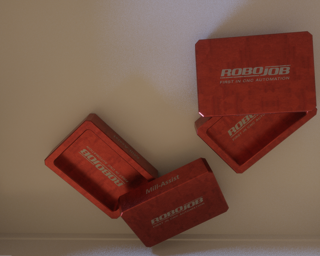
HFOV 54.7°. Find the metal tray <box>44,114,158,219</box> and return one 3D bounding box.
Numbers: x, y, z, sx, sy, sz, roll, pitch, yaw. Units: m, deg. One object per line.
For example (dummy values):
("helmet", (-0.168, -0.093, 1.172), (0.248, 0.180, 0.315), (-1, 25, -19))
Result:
("metal tray", (-0.078, 0.055, 0.427), (0.090, 0.030, 0.130), (-42, 105, 13))

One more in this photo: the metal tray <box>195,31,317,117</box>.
("metal tray", (0.109, -0.061, 0.366), (0.131, 0.030, 0.089), (-3, 90, 6))

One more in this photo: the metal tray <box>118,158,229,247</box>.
("metal tray", (0.020, 0.105, 0.427), (0.130, 0.030, 0.090), (-26, 126, 2))

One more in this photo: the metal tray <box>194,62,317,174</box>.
("metal tray", (0.122, -0.012, 0.405), (0.130, 0.030, 0.090), (-43, 105, 13))
